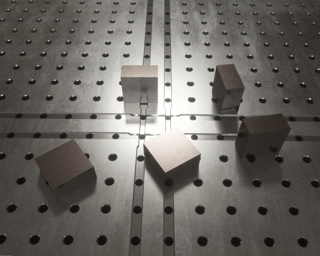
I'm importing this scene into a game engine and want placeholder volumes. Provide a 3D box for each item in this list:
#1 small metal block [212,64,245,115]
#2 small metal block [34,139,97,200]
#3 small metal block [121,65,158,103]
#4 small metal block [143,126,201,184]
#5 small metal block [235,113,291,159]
[{"bbox_3d":[0.095,-0.054,0.438,0.025,0.050,0.050,-6,50,-5],"label":"small metal block"},{"bbox_3d":[-0.111,0.048,0.366,0.050,0.025,0.050,-30,56,-23],"label":"small metal block"},{"bbox_3d":[-0.028,-0.062,0.443,0.050,0.050,0.025,0,50,-1],"label":"small metal block"},{"bbox_3d":[0.014,0.032,0.381,0.050,0.025,0.050,-25,55,-20],"label":"small metal block"},{"bbox_3d":[0.126,0.011,0.384,0.050,0.050,0.025,-8,51,-7],"label":"small metal block"}]
